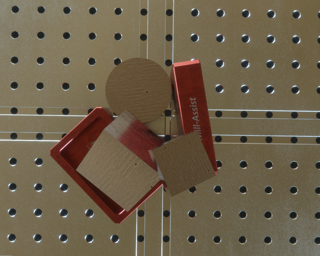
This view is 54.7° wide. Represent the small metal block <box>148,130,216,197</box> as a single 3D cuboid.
[{"bbox_3d":[0.022,0.036,0.319,0.050,0.025,0.050,-24,91,-12],"label":"small metal block"}]

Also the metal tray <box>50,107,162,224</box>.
[{"bbox_3d":[-0.066,0.048,0.409,0.090,0.030,0.130,-43,91,0],"label":"metal tray"}]

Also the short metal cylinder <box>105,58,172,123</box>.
[{"bbox_3d":[-0.026,-0.046,0.400,0.081,0.050,0.079,0,90,-1],"label":"short metal cylinder"}]

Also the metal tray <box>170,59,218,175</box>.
[{"bbox_3d":[0.039,-0.010,0.381,0.030,0.090,0.129,-9,90,0],"label":"metal tray"}]

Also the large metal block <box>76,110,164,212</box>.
[{"bbox_3d":[-0.040,0.040,0.369,0.080,0.050,0.080,40,125,-1],"label":"large metal block"}]
